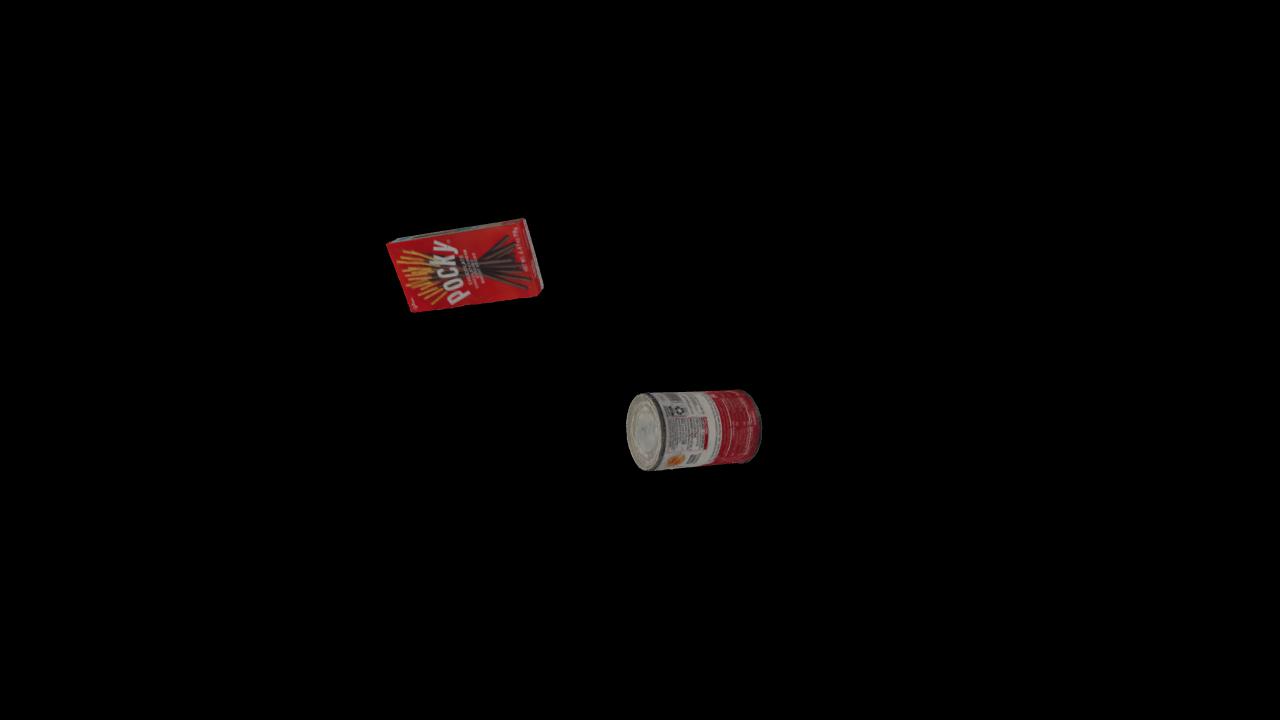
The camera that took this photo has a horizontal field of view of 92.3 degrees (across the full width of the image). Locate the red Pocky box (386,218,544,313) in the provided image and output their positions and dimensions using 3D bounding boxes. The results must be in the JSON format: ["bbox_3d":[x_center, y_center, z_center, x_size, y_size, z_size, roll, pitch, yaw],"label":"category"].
[{"bbox_3d":[-0.188,-0.100,0.663,0.155,0.083,0.028,-6,28,12],"label":"red Pocky box"}]

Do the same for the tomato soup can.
[{"bbox_3d":[0.046,0.061,0.537,0.101,0.068,0.068,0,0,-28],"label":"tomato soup can"}]
